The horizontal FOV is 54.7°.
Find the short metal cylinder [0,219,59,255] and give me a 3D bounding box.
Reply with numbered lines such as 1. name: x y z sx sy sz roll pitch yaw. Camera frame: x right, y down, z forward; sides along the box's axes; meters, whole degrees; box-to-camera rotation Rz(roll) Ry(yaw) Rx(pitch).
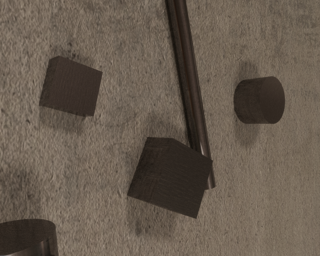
1. short metal cylinder: -0.128 0.116 0.263 0.081 0.080 0.050 -8 95 -40

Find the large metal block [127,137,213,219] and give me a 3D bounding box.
1. large metal block: 0.015 0.064 0.403 0.080 0.050 0.080 30 71 -36

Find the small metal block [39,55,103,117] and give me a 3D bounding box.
1. small metal block: -0.093 -0.042 0.328 0.050 0.025 0.050 16 80 -39

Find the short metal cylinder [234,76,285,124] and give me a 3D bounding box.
1. short metal cylinder: 0.173 -0.047 0.537 0.081 0.050 0.079 0 90 -40

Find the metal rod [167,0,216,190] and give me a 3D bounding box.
1. metal rod: 0.045 -0.056 0.444 0.025 0.025 0.298 -18 102 -39
